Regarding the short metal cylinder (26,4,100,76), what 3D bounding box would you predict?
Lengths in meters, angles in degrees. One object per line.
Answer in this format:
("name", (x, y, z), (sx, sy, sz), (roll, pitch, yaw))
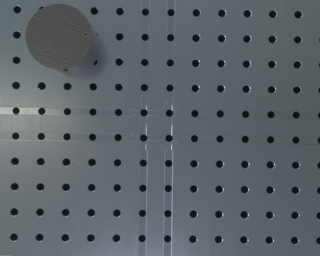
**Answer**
("short metal cylinder", (-0.122, -0.111, 0.400), (0.081, 0.050, 0.079), (0, 90, 0))
